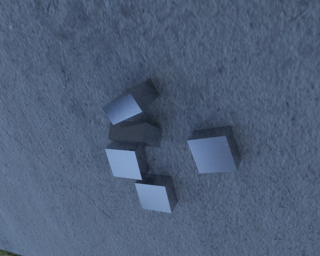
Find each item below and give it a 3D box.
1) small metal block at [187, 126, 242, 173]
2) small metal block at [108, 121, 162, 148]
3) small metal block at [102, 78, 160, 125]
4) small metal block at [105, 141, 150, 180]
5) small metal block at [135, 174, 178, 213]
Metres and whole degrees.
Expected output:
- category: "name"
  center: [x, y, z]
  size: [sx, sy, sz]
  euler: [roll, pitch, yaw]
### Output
- category: "small metal block"
  center: [0.068, 0.028, 0.387]
  size: [0.050, 0.025, 0.050]
  euler: [-9, 114, 31]
- category: "small metal block"
  center: [-0.032, 0.008, 0.408]
  size: [0.050, 0.050, 0.025]
  euler: [3, 80, 26]
- category: "small metal block"
  center: [-0.035, -0.033, 0.387]
  size: [0.050, 0.050, 0.025]
  euler: [-21, 107, 35]
- category: "small metal block"
  center: [-0.048, 0.047, 0.459]
  size: [0.050, 0.025, 0.050]
  euler: [2, 120, 26]
- category: "small metal block"
  center: [-0.005, 0.098, 0.469]
  size: [0.050, 0.025, 0.050]
  euler: [1, 119, 27]
